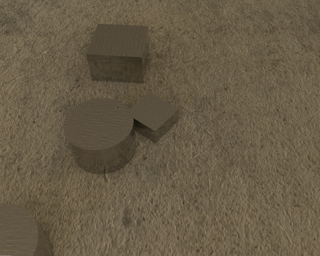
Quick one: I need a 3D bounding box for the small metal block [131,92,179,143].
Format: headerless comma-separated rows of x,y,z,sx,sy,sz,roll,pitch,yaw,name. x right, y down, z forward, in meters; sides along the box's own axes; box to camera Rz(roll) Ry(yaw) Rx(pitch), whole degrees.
-0.010,-0.015,0.416,0.050,0.025,0.050,31,56,23,small metal block

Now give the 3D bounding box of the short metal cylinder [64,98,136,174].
-0.071,0.009,0.379,0.081,0.050,0.080,0,50,0,short metal cylinder

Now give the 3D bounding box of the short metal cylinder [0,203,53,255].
-0.147,0.118,0.287,0.081,0.050,0.080,0,50,0,short metal cylinder

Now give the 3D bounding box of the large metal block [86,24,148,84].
-0.062,-0.117,0.485,0.080,0.050,0.080,4,50,3,large metal block
